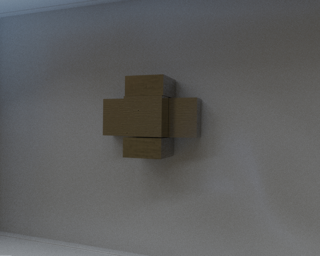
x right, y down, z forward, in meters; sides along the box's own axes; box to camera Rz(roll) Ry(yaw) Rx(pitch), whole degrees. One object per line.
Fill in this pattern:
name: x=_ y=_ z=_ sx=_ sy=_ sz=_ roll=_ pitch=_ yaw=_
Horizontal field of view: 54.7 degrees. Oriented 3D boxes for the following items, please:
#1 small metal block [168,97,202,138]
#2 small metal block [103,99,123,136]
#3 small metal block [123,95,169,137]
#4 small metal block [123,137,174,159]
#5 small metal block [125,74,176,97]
small metal block: x=0.026 y=-0.013 z=0.400 sx=0.050 sy=0.025 sz=0.050 roll=1 pitch=90 yaw=19
small metal block: x=-0.050 y=-0.014 z=0.426 sx=0.050 sy=0.025 sz=0.050 roll=1 pitch=90 yaw=20
small metal block: x=-0.017 y=-0.014 z=0.387 sx=0.050 sy=0.025 sz=0.050 roll=1 pitch=90 yaw=19
small metal block: x=-0.014 y=0.024 z=0.399 sx=0.050 sy=0.050 sz=0.025 roll=1 pitch=91 yaw=20
small metal block: x=-0.011 y=-0.052 z=0.399 sx=0.050 sy=0.050 sz=0.025 roll=1 pitch=91 yaw=20
